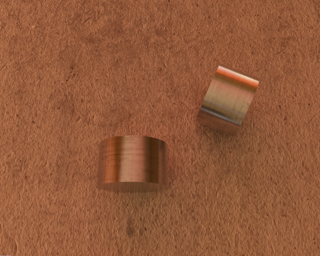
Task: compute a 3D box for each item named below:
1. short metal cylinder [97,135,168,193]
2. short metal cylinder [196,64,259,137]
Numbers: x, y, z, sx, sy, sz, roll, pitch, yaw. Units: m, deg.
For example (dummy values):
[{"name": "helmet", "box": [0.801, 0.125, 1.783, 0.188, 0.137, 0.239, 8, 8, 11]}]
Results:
[{"name": "short metal cylinder", "box": [-0.031, 0.045, 0.362, 0.081, 0.080, 0.050, 0, 70, 0]}, {"name": "short metal cylinder", "box": [0.084, -0.035, 0.392, 0.050, 0.080, 0.080, 23, 72, 8]}]
